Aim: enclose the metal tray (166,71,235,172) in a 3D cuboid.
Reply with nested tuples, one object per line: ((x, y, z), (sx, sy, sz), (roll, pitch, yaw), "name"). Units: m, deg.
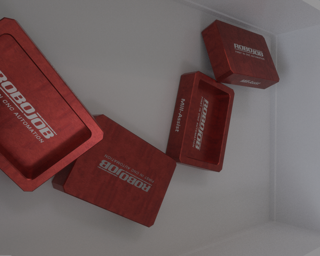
((0.062, -0.007, 0.454), (0.091, 0.030, 0.129), (19, 78, -39), "metal tray")

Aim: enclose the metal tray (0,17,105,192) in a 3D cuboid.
((-0.124, -0.018, 0.275), (0.090, 0.030, 0.130), (-38, 115, -7), "metal tray")

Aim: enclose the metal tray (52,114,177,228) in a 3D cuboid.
((-0.046, 0.053, 0.365), (0.130, 0.030, 0.090), (35, 68, -35), "metal tray")

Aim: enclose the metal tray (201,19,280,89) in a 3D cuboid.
((0.131, -0.113, 0.492), (0.131, 0.030, 0.090), (0, 69, -40), "metal tray")
